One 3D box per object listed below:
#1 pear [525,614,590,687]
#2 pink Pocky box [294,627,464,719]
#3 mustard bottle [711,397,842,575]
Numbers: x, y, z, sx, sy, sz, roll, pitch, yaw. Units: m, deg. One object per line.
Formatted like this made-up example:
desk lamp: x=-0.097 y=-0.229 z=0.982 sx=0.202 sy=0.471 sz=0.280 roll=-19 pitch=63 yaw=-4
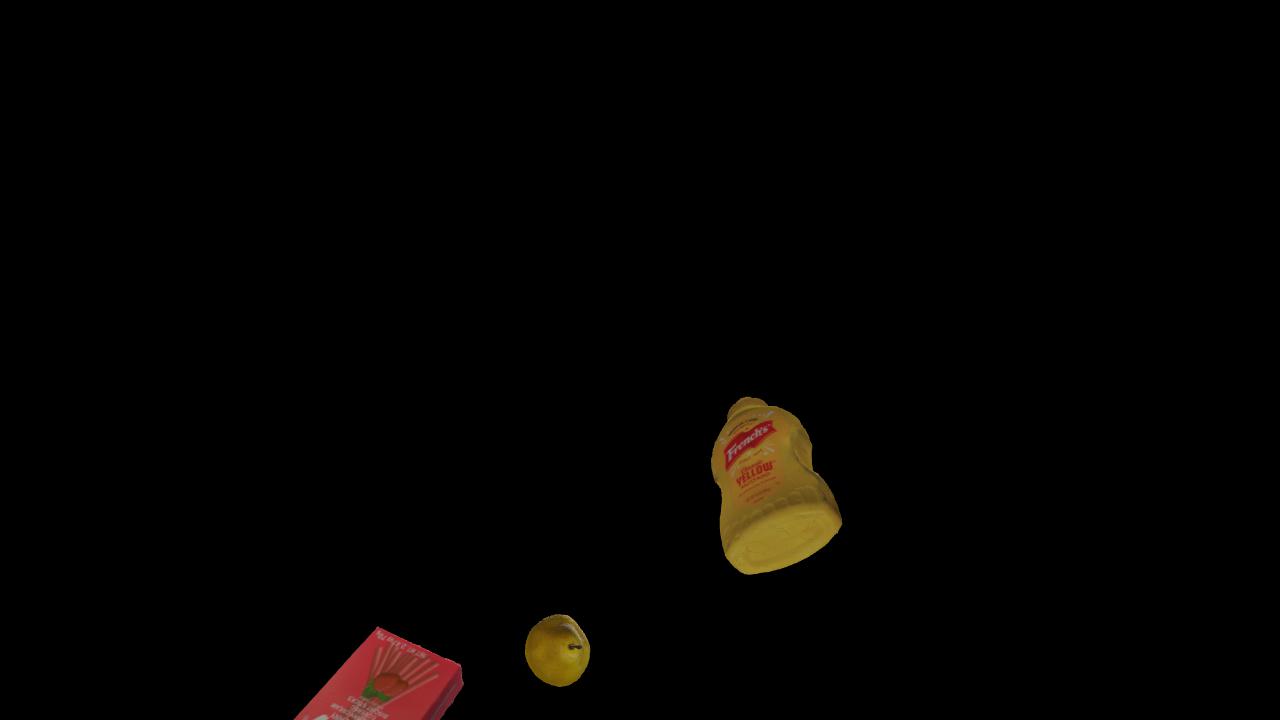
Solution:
pear: x=-0.094 y=0.335 z=0.718 sx=0.080 sy=0.080 sz=0.111 roll=0 pitch=-34 yaw=-13
pink Pocky box: x=-0.205 y=0.271 z=0.436 sx=0.084 sy=0.029 sz=0.155 roll=15 pitch=31 yaw=17
mustard bottle: x=0.103 y=0.087 z=0.522 sx=0.092 sy=0.054 sz=0.184 roll=-39 pitch=23 yaw=20
